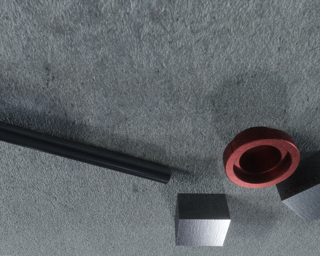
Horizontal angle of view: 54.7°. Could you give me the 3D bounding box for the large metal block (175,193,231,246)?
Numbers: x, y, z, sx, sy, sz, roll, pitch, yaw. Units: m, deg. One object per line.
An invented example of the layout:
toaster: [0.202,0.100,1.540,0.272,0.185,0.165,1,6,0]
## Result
large metal block: [0.068,0.156,0.525,0.081,0.050,0.079,1,130,-2]

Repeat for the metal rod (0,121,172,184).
metal rod: [-0.127,0.030,0.430,0.302,0.025,0.025,17,128,-15]

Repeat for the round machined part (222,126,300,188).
round machined part: [0.136,0.036,0.429,0.099,0.042,0.097,-1,130,0]

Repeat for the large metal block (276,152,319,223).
large metal block: [0.235,0.092,0.473,0.080,0.050,0.080,-35,122,26]
